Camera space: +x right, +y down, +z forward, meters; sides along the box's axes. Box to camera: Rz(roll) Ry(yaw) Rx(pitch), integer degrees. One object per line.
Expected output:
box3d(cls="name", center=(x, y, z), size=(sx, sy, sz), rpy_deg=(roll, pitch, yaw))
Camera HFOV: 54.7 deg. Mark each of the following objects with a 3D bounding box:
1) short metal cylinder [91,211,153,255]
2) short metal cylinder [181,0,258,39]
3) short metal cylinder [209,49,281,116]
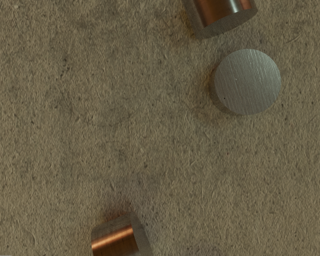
box3d(cls="short metal cylinder", center=(-0.044, 0.151, 0.382), size=(0.050, 0.080, 0.080), rpy_deg=(-23, 90, 0))
box3d(cls="short metal cylinder", center=(0.073, -0.151, 0.383), size=(0.080, 0.080, 0.050), rpy_deg=(-21, 90, 0))
box3d(cls="short metal cylinder", center=(0.106, -0.056, 0.398), size=(0.081, 0.050, 0.080), rpy_deg=(0, 90, 0))
